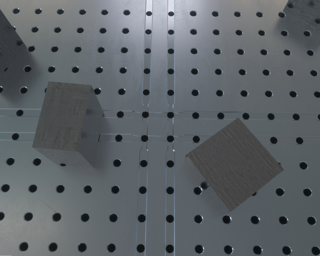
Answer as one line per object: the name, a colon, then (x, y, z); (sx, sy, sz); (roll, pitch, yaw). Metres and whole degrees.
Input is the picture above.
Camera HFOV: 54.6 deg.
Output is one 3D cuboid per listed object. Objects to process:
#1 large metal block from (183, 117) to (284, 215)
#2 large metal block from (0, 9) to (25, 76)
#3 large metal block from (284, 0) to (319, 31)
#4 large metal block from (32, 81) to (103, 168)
large metal block: (0.087, 0.048, 0.382); (0.080, 0.050, 0.080); (-34, 74, -12)
large metal block: (-0.245, -0.117, 0.424); (0.050, 0.080, 0.080); (26, 72, 9)
large metal block: (0.256, -0.203, 0.474); (0.080, 0.050, 0.080); (40, 75, 13)
large metal block: (-0.108, -0.001, 0.382); (0.050, 0.080, 0.080); (5, 70, 2)
